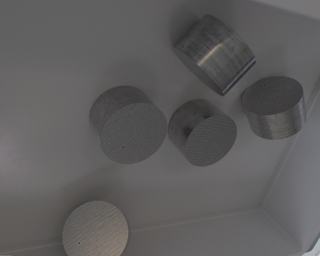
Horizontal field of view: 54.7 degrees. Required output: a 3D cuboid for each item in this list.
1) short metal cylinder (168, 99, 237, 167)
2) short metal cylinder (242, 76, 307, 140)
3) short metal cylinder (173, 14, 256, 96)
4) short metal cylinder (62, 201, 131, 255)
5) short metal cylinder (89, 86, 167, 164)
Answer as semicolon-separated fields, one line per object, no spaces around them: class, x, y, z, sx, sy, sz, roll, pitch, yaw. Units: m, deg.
short metal cylinder;0.058;0.006;0.428;0.081;0.050;0.079;-14;124;-21
short metal cylinder;0.164;-0.029;0.444;0.080;0.080;0.050;-34;129;-6
short metal cylinder;0.062;-0.082;0.356;0.050;0.080;0.080;-47;129;4
short metal cylinder;-0.080;0.138;0.406;0.080;0.080;0.050;-28;165;-11
short metal cylinder;-0.038;-0.004;0.369;0.081;0.050;0.079;-14;124;-21
